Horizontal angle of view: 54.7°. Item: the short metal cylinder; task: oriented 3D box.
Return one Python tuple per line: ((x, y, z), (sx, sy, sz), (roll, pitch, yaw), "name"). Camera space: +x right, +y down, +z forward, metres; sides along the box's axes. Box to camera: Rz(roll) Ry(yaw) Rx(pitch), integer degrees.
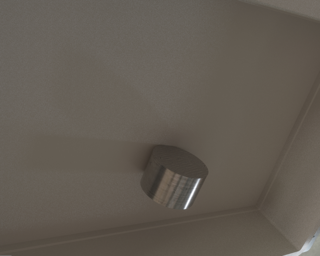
((0.019, 0.066, 0.426), (0.081, 0.080, 0.050), (9, 114, -33), "short metal cylinder")
